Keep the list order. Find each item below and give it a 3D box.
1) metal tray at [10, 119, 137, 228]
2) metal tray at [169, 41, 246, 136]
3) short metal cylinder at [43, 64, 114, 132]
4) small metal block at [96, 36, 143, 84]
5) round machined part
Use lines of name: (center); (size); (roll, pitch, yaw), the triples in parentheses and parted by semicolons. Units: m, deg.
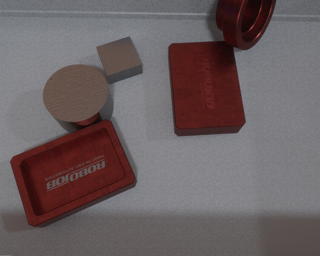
metal tray: (-0.105, 0.055, 0.385); (0.131, 0.030, 0.090); (-23, 72, -9)
metal tray: (0.061, -0.056, 0.428); (0.091, 0.030, 0.129); (-3, 70, -2)
short metal cylinder: (-0.105, -0.036, 0.408); (0.081, 0.050, 0.080); (0, 70, 0)
small metal block: (-0.058, -0.097, 0.445); (0.050, 0.025, 0.050); (-20, 72, -8)
round machined part: (0.110, -0.157, 0.409); (0.042, 0.098, 0.098); (31, 72, 32)
